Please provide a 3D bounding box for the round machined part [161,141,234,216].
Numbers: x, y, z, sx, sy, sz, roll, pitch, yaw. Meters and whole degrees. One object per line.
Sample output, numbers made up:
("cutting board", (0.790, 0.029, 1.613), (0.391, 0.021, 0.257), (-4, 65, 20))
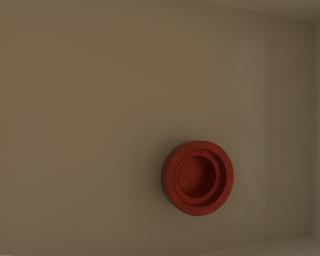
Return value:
("round machined part", (0.047, 0.065, 0.420), (0.099, 0.042, 0.097), (0, 90, -21))
